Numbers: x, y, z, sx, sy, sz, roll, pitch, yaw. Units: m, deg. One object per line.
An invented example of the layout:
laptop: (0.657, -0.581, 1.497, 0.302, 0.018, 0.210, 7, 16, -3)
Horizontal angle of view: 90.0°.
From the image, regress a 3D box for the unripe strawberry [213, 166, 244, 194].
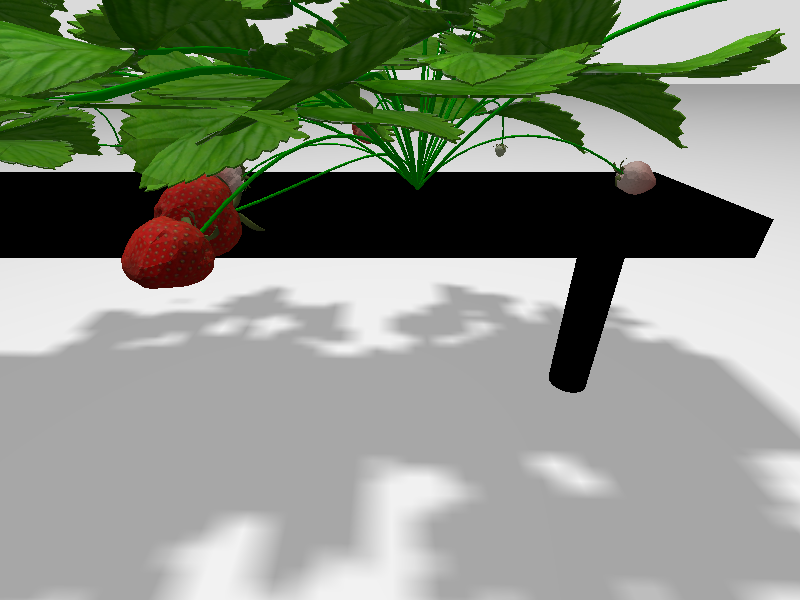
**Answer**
unripe strawberry: (-0.140, -0.100, 0.326, 0.026, 0.027, 0.024, -6, 30, -5)

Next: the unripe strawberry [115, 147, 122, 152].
unripe strawberry: (-0.347, -0.188, 0.496, 0.009, 0.010, 0.010, 14, 33, 23)

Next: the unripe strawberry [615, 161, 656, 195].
unripe strawberry: (0.192, -0.099, 0.325, 0.030, 0.026, 0.030, 17, 30, -3)

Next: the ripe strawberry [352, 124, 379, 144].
ripe strawberry: (-0.044, -0.234, 0.547, 0.044, 0.039, 0.040, -7, 18, -12)

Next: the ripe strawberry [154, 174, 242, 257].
ripe strawberry: (-0.108, -0.044, 0.213, 0.038, 0.043, 0.041, 23, 38, 34)

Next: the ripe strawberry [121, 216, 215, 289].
ripe strawberry: (-0.105, -0.019, 0.180, 0.037, 0.033, 0.034, 18, 45, 28)

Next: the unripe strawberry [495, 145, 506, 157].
unripe strawberry: (0.118, -0.175, 0.470, 0.012, 0.013, 0.014, 20, 35, 30)
